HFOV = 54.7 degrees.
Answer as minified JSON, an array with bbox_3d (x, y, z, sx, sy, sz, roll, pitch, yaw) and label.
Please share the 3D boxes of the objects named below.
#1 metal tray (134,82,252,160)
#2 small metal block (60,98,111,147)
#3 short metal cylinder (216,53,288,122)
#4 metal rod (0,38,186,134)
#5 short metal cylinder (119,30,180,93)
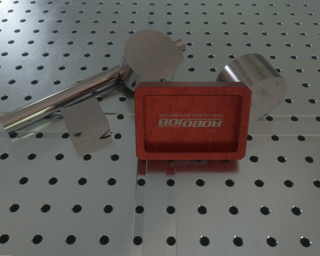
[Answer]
[{"bbox_3d":[0.037,-0.008,0.370,0.131,0.089,0.030,0,20,0],"label":"metal tray"},{"bbox_3d":[-0.099,-0.008,0.414,0.050,0.025,0.050,-21,53,-17],"label":"small metal block"},{"bbox_3d":[0.122,-0.052,0.417,0.081,0.080,0.050,-15,52,-13],"label":"short metal cylinder"},{"bbox_3d":[-0.086,-0.072,0.466,0.302,0.025,0.025,-30,56,-23],"label":"metal rod"},{"bbox_3d":[-0.016,-0.095,0.452,0.081,0.050,0.080,5,69,-14],"label":"short metal cylinder"}]
